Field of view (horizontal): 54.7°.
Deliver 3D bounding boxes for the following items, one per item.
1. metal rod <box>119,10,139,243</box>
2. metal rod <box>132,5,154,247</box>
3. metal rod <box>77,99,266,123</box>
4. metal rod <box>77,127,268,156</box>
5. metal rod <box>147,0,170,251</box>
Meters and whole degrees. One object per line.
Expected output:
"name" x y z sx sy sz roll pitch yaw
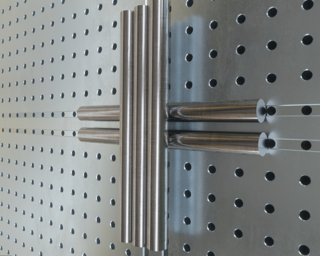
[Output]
"metal rod" -0.041 -0.002 0.409 0.025 0.025 0.298 1 91 39
"metal rod" -0.021 -0.002 0.393 0.025 0.025 0.298 1 91 39
"metal rod" -0.011 -0.021 0.417 0.300 0.025 0.025 1 91 39
"metal rod" -0.009 0.014 0.415 0.300 0.025 0.025 1 91 39
"metal rod" -0.002 -0.004 0.377 0.025 0.025 0.298 1 91 39
